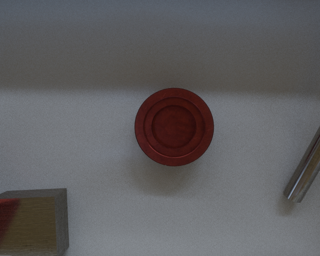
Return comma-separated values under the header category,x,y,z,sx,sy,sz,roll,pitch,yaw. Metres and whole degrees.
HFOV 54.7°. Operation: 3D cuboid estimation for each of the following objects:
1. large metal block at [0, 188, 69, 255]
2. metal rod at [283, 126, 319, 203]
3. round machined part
category,x,y,z,sx,sy,sz,roll,pitch,yaw
large metal block,-0.166,0.124,0.397,0.081,0.050,0.079,-3,90,-1
metal rod,0.222,-0.039,0.361,0.025,0.025,0.298,19,111,-1
round machined part,0.018,-0.001,0.403,0.099,0.042,0.097,0,90,-1
